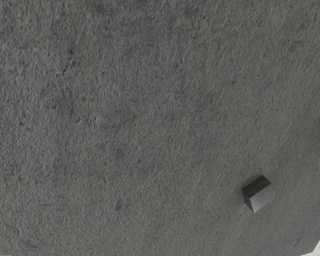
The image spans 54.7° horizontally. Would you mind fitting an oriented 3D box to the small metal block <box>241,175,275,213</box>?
[{"bbox_3d":[0.186,0.125,0.586,0.050,0.025,0.050,-32,129,-8],"label":"small metal block"}]
